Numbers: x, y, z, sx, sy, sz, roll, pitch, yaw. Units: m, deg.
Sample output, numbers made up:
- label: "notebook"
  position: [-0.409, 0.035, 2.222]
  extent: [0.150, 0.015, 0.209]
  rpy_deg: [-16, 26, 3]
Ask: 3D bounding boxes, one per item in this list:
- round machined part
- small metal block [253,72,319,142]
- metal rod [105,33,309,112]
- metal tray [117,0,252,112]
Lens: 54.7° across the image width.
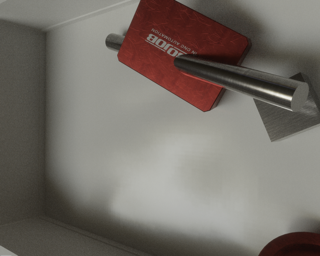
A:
- label: "round machined part"
  position: [0.130, 0.144, 0.264]
  extent: [0.098, 0.098, 0.042]
  rpy_deg: [26, 145, 36]
- label: "small metal block"
  position: [0.126, -0.019, 0.302]
  extent: [0.050, 0.025, 0.050]
  rpy_deg: [-29, 72, 36]
- label: "metal rod"
  position: [0.021, -0.077, 0.357]
  extent: [0.300, 0.025, 0.025]
  rpy_deg: [30, 109, 45]
- label: "metal tray"
  position: [0.025, -0.089, 0.354]
  extent: [0.130, 0.030, 0.089]
  rpy_deg: [33, 111, 14]
